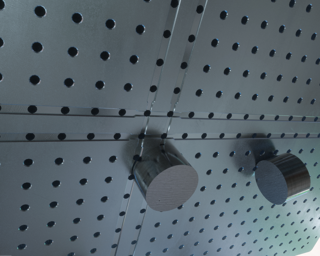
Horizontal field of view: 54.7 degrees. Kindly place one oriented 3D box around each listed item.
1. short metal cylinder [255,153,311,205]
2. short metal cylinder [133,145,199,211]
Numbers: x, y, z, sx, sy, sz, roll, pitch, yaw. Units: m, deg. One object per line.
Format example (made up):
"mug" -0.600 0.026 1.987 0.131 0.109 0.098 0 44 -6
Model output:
"short metal cylinder" 0.215 0.089 0.548 0.050 0.080 0.079 -14 125 -20
"short metal cylinder" 0.007 0.072 0.443 0.081 0.050 0.079 -14 124 -21
